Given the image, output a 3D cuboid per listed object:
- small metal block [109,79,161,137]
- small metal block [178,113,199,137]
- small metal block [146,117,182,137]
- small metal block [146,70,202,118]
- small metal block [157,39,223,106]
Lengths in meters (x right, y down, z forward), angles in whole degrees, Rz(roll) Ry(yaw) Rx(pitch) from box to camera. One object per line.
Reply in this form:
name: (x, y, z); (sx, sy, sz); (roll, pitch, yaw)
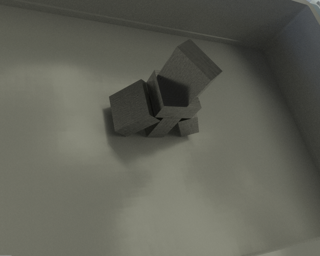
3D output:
small metal block: (-0.032, -0.024, 0.381); (0.025, 0.050, 0.050); (28, 42, -55)
small metal block: (0.033, -0.023, 0.416); (0.025, 0.050, 0.050); (-15, 65, 3)
small metal block: (-0.001, -0.022, 0.400); (0.025, 0.050, 0.050); (1, 61, -28)
small metal block: (0.016, -0.040, 0.371); (0.050, 0.025, 0.050); (1, 61, -28)
small metal block: (0.032, -0.061, 0.344); (0.050, 0.050, 0.025); (46, 52, 4)
